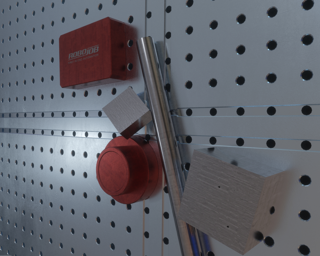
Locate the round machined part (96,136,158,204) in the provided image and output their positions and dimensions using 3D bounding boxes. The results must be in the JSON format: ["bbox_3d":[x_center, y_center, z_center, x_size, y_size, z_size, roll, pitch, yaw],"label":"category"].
[{"bbox_3d":[-0.053,0.060,0.440,0.098,0.042,0.097,0,90,39],"label":"round machined part"}]

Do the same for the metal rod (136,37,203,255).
[{"bbox_3d":[0.011,0.025,0.398,0.025,0.025,0.299,-20,77,38],"label":"metal rod"}]

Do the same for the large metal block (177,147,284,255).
[{"bbox_3d":[0.074,0.072,0.331,0.080,0.050,0.079,20,103,38],"label":"large metal block"}]

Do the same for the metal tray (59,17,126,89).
[{"bbox_3d":[-0.111,-0.114,0.495,0.130,0.030,0.089,-3,88,39],"label":"metal tray"}]

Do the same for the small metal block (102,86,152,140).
[{"bbox_3d":[-0.043,-0.021,0.429,0.050,0.025,0.050,-39,62,0],"label":"small metal block"}]
